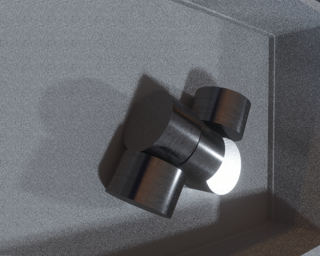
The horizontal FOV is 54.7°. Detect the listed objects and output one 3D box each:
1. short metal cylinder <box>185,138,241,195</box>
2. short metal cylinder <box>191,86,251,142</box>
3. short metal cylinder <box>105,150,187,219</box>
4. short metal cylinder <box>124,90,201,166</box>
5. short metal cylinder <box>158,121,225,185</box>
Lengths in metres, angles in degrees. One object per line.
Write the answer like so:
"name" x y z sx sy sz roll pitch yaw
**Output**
"short metal cylinder" 0.073 0.053 0.452 0.081 0.050 0.079 0 90 -40
"short metal cylinder" 0.083 -0.018 0.441 0.080 0.080 0.050 29 72 -37
"short metal cylinder" -0.016 0.065 0.358 0.080 0.080 0.050 36 68 -35
"short metal cylinder" 0.002 0.002 0.372 0.050 0.080 0.080 32 70 -36
"short metal cylinder" 0.036 0.027 0.402 0.050 0.080 0.080 34 69 -36
